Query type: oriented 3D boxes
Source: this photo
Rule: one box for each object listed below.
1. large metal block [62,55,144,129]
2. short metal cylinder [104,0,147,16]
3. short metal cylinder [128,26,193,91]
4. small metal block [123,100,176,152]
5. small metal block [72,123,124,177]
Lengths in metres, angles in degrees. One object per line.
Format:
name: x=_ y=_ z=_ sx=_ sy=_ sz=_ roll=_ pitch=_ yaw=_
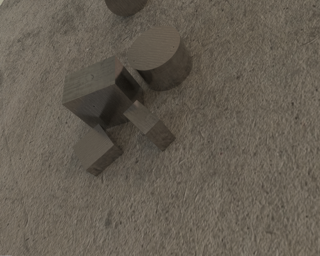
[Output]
large metal block: x=-0.077 y=-0.045 z=0.436 sx=0.080 sy=0.080 sz=0.050 roll=-18 pitch=55 yaw=18
short metal cylinder: x=-0.067 y=-0.250 z=0.557 sx=0.080 sy=0.080 sz=0.050 roll=-33 pitch=52 yaw=7
short metal cylinder: x=0.001 y=-0.100 z=0.449 sx=0.080 sy=0.050 sz=0.080 roll=-13 pitch=56 yaw=21
small metal block: x=-0.013 y=-0.002 z=0.396 sx=0.025 sy=0.050 sz=0.050 roll=-46 pitch=51 yaw=-4
small metal block: x=-0.087 y=0.030 z=0.431 sx=0.050 sy=0.025 sz=0.050 roll=-42 pitch=51 yaw=-1
